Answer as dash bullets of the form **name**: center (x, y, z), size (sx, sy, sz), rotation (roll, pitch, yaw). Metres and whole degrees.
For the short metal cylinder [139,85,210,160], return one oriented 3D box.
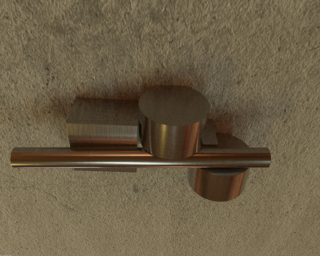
- **short metal cylinder**: center (0.015, -0.009, 0.366), size (0.081, 0.080, 0.050), rotation (2, 130, -2)

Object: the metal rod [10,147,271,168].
- **metal rod**: center (-0.020, 0.036, 0.372), size (0.302, 0.025, 0.025), rotation (0, 130, -2)

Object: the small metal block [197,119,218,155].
- **small metal block**: center (0.045, 0.013, 0.402), size (0.050, 0.050, 0.025), rotation (1, 130, -1)

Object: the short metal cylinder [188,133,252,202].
- **short metal cylinder**: center (0.079, 0.051, 0.417), size (0.081, 0.080, 0.050), rotation (0, 130, -1)

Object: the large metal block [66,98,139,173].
- **large metal block**: center (-0.068, 0.010, 0.396), size (0.081, 0.050, 0.079), rotation (2, 130, -3)
